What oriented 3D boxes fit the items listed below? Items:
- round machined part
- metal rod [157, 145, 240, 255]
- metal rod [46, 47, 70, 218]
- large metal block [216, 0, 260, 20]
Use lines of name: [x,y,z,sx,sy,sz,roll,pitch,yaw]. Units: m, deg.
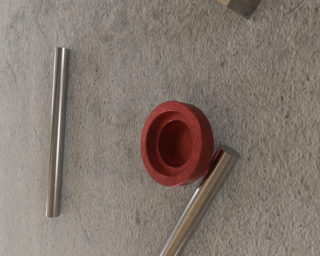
round machined part: [0.024,0.019,0.366,0.098,0.042,0.097,-6,81,46]
metal rod: [0.016,0.152,0.390,0.025,0.025,0.298,39,113,33]
metal rod: [-0.182,0.010,0.551,0.025,0.025,0.298,8,95,39]
large metal block: [0.076,-0.174,0.325,0.080,0.050,0.080,46,117,30]
